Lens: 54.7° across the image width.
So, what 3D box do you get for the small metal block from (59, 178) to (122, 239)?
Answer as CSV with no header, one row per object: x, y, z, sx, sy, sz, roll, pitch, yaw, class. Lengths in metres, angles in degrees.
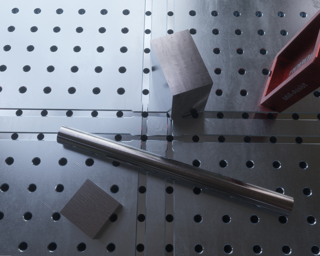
-0.082,0.098,0.375,0.050,0.025,0.050,35,74,11,small metal block

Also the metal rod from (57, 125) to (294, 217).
0.014,0.052,0.392,0.301,0.025,0.025,17,71,6,metal rod

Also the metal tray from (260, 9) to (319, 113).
0.177,-0.082,0.385,0.030,0.130,0.090,24,72,0,metal tray

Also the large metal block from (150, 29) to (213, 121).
0.025,-0.067,0.407,0.050,0.080,0.080,-19,71,-7,large metal block
